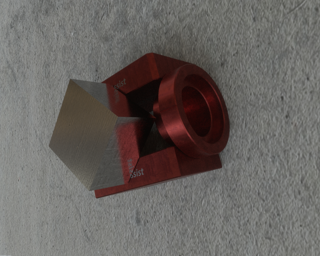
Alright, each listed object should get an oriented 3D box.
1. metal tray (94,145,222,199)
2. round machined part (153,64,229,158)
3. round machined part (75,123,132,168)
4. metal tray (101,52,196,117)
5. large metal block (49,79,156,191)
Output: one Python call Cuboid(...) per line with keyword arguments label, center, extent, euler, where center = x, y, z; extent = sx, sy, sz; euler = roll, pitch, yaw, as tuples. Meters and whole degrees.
Cuboid(label="metal tray", center=(-0.006, 0.051, 0.365), extent=(0.130, 0.091, 0.030), euler=(-22, 76, 37))
Cuboid(label="round machined part", center=(0.030, -0.015, 0.332), extent=(0.042, 0.099, 0.098), euler=(-20, 78, 38))
Cuboid(label="round machined part", center=(-0.067, 0.023, 0.411), extent=(0.042, 0.099, 0.098), euler=(-20, 78, 38))
Cuboid(label="metal tray", center=(-0.026, -0.044, 0.385), extent=(0.130, 0.091, 0.030), euler=(-23, 76, 37))
Cuboid(label="large metal block", center=(-0.062, 0.005, 0.319), extent=(0.080, 0.050, 0.079), euler=(36, 112, 33))
